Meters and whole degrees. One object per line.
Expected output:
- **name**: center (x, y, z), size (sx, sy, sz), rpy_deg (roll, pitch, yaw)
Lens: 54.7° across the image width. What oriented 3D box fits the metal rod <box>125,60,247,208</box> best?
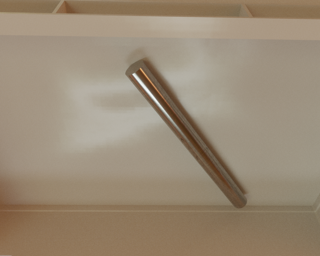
- **metal rod**: center (0.052, 0.027, 0.433), size (0.025, 0.025, 0.300), rpy_deg (-26, 126, 20)
